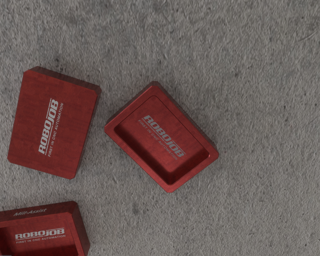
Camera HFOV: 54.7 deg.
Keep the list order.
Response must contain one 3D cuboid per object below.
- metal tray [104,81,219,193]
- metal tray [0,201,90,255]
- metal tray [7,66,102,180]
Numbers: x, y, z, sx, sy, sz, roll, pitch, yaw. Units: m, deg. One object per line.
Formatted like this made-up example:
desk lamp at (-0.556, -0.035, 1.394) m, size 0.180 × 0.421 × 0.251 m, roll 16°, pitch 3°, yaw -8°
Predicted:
metal tray at (0.003, 0.014, 0.412) m, size 0.090 × 0.030 × 0.130 m, roll -40°, pitch 106°, yaw 13°
metal tray at (-0.181, 0.164, 0.465) m, size 0.131 × 0.030 × 0.089 m, roll -9°, pitch 110°, yaw 3°
metal tray at (-0.138, -0.005, 0.404) m, size 0.091 × 0.030 × 0.129 m, roll 18°, pitch 109°, yaw -7°
